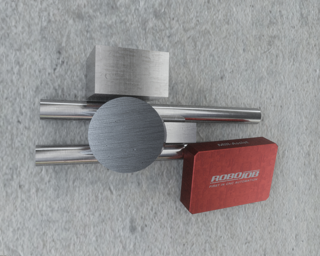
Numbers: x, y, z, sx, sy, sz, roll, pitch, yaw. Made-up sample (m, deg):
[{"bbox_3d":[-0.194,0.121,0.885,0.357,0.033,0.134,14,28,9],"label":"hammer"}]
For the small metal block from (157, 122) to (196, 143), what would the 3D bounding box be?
[{"bbox_3d":[0.013,0.005,0.402,0.050,0.050,0.025,1,90,-20],"label":"small metal block"}]

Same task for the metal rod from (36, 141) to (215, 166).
[{"bbox_3d":[-0.002,0.031,0.411,0.303,0.025,0.025,0,90,-21],"label":"metal rod"}]

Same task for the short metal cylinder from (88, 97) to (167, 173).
[{"bbox_3d":[-0.034,0.008,0.347,0.080,0.050,0.079,0,88,3],"label":"short metal cylinder"}]

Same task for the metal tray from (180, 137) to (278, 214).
[{"bbox_3d":[0.096,0.063,0.430,0.131,0.030,0.089,-4,109,-22],"label":"metal tray"}]

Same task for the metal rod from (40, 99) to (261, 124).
[{"bbox_3d":[0.003,-0.020,0.412,0.303,0.025,0.025,1,90,-21],"label":"metal rod"}]

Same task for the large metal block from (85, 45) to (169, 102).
[{"bbox_3d":[-0.042,-0.060,0.367,0.081,0.080,0.050,1,90,-20],"label":"large metal block"}]
